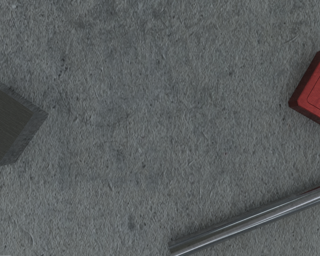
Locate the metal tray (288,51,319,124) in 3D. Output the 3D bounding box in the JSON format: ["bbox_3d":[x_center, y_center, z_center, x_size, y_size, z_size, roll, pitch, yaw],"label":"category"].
[{"bbox_3d":[0.252,-0.037,0.410,0.130,0.030,0.090,30,90,-1],"label":"metal tray"}]

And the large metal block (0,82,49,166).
[{"bbox_3d":[-0.207,-0.008,0.395,0.080,0.050,0.080,35,90,-1],"label":"large metal block"}]

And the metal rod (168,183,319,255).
[{"bbox_3d":[0.155,0.109,0.412,0.301,0.025,0.025,-21,90,-1],"label":"metal rod"}]
